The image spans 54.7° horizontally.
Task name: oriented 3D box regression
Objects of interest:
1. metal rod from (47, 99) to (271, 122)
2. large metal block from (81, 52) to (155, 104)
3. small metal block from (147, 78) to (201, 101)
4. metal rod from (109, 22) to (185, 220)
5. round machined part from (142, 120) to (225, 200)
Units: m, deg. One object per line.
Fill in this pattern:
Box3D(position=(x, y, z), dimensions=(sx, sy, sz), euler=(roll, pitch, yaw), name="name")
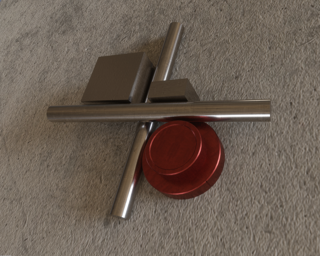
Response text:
Box3D(position=(-0.018, -0.020, 0.394), dimensions=(0.301, 0.025, 0.025), euler=(0, 62, 23), name="metal rod")
Box3D(position=(-0.057, -0.061, 0.454), dimensions=(0.080, 0.050, 0.080), euler=(1, 62, 28), name="large metal block")
Box3D(position=(0.019, -0.037, 0.401), dimensions=(0.050, 0.050, 0.025), euler=(-1, 61, 27), name="small metal block")
Box3D(position=(-0.011, -0.026, 0.426), dimensions=(0.025, 0.025, 0.300), euler=(2, 62, 29), name="metal rod")
Box3D(position=(0.022, 0.030, 0.362), dimensions=(0.098, 0.042, 0.098), euler=(-13, 56, 20), name="round machined part")
